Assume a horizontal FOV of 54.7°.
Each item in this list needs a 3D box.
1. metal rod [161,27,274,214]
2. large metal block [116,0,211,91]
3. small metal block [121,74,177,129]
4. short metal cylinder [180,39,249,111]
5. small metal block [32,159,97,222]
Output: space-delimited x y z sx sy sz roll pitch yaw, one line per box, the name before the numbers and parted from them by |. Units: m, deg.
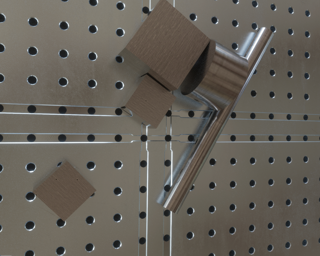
metal rod | 0.086 -0.017 0.444 0.025 0.025 0.300 34 79 -17
large metal block | 0.004 -0.103 0.400 0.080 0.050 0.080 37 78 -16
small metal block | -0.015 -0.034 0.407 0.050 0.025 0.050 36 78 -17
short metal cylinder | 0.070 -0.069 0.409 0.050 0.080 0.080 24 82 -19
small metal block | -0.114 0.073 0.371 0.050 0.025 0.050 -44 104 -15
